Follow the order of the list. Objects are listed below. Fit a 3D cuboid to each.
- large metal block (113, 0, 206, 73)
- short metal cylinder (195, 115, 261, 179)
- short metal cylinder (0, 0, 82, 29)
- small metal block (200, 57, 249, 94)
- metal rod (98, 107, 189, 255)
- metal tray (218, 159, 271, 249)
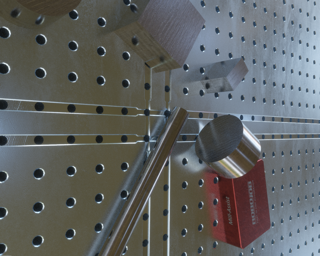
[{"bbox_3d":[0.002,-0.130,0.394,0.080,0.050,0.080,40,66,-33],"label":"large metal block"},{"bbox_3d":[0.099,0.027,0.456,0.050,0.080,0.080,40,66,-33],"label":"short metal cylinder"},{"bbox_3d":[-0.119,-0.140,0.293,0.081,0.050,0.080,0,90,-40],"label":"short metal cylinder"},{"bbox_3d":[0.099,-0.080,0.475,0.050,0.050,0.025,-49,120,-29],"label":"small metal block"},{"bbox_3d":[-0.035,0.102,0.380,0.025,0.025,0.300,41,65,-32],"label":"metal rod"},{"bbox_3d":[0.146,0.125,0.528,0.091,0.030,0.129,-15,100,-39],"label":"metal tray"}]
